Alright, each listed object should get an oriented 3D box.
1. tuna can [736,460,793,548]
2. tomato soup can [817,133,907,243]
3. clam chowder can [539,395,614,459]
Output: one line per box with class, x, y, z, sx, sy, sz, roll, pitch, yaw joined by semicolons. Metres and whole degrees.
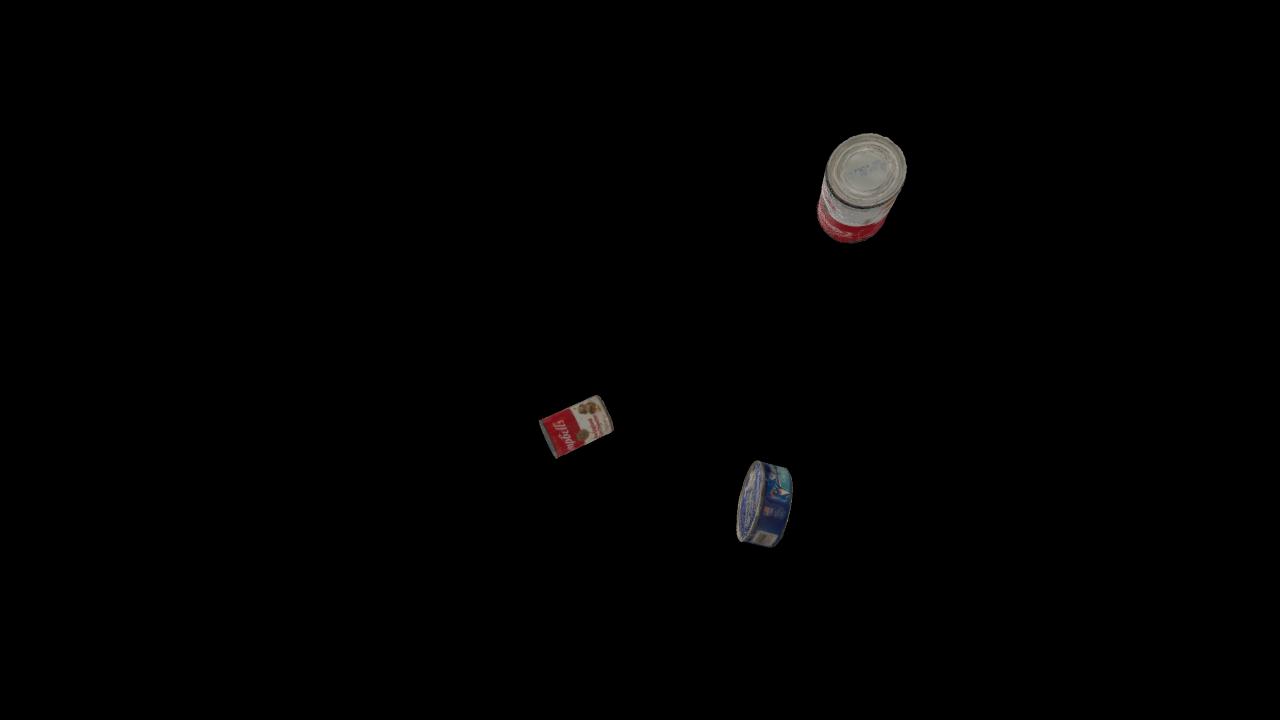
tuna can;0.127;0.148;0.630;0.034;0.084;0.084;15;0;-1
tomato soup can;0.201;-0.154;0.566;0.068;0.068;0.101;0;-6;12
clam chowder can;-0.101;0.105;0.979;0.102;0.068;0.068;-24;7;-16
